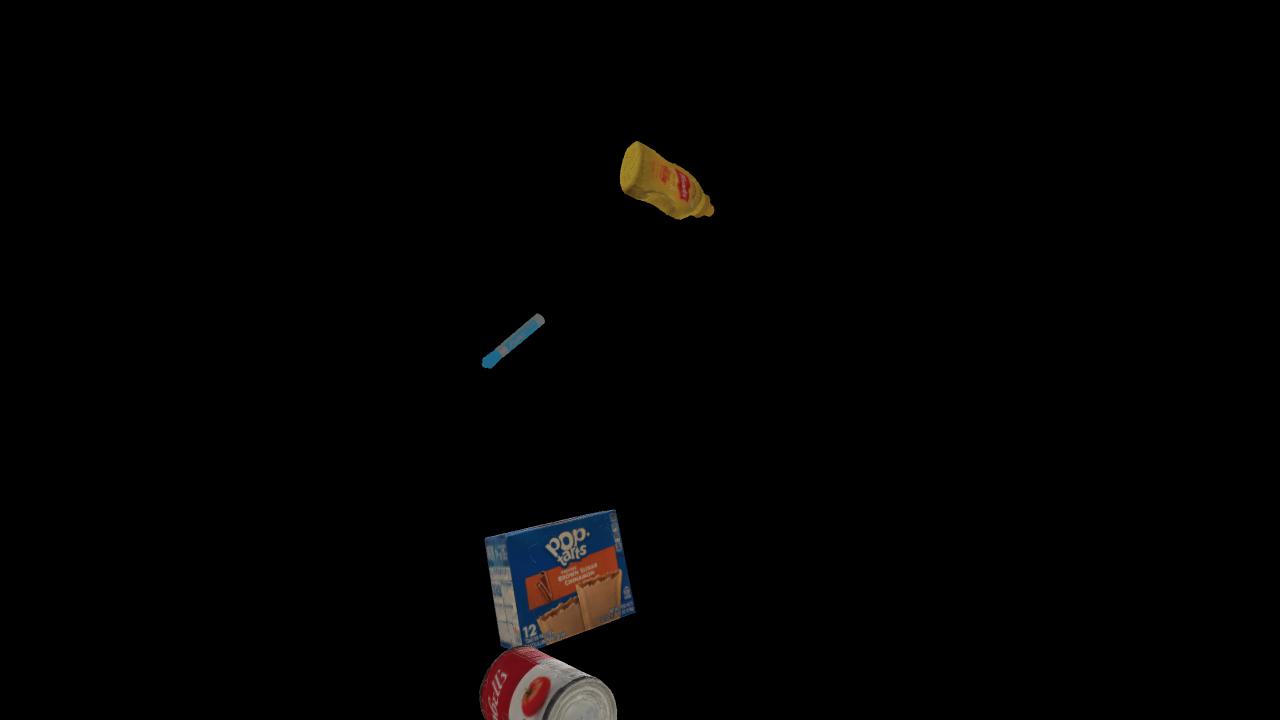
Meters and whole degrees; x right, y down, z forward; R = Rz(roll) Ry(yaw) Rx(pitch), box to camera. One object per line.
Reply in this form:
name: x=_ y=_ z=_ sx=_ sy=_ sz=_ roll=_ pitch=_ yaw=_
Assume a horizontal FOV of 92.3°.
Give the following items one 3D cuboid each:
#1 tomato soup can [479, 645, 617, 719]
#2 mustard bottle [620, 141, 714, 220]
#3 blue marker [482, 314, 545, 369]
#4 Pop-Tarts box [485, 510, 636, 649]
tomato soup can: x=-0.073 y=0.273 z=0.485 sx=0.068 sy=0.068 sz=0.101 roll=0 pitch=-6 yaw=-41
mustard bottle: x=0.054 y=-0.283 z=1.022 sx=0.184 sy=0.092 sz=0.054 roll=19 pitch=-31 yaw=-34
blue marker: x=-0.186 y=-0.027 z=0.901 sx=0.020 sy=0.020 sz=0.121 roll=0 pitch=36 yaw=46
Pop-Tarts box: x=-0.105 y=0.287 z=0.819 sx=0.167 sy=0.141 sz=0.083 roll=-3 pitch=-14 yaw=-37
